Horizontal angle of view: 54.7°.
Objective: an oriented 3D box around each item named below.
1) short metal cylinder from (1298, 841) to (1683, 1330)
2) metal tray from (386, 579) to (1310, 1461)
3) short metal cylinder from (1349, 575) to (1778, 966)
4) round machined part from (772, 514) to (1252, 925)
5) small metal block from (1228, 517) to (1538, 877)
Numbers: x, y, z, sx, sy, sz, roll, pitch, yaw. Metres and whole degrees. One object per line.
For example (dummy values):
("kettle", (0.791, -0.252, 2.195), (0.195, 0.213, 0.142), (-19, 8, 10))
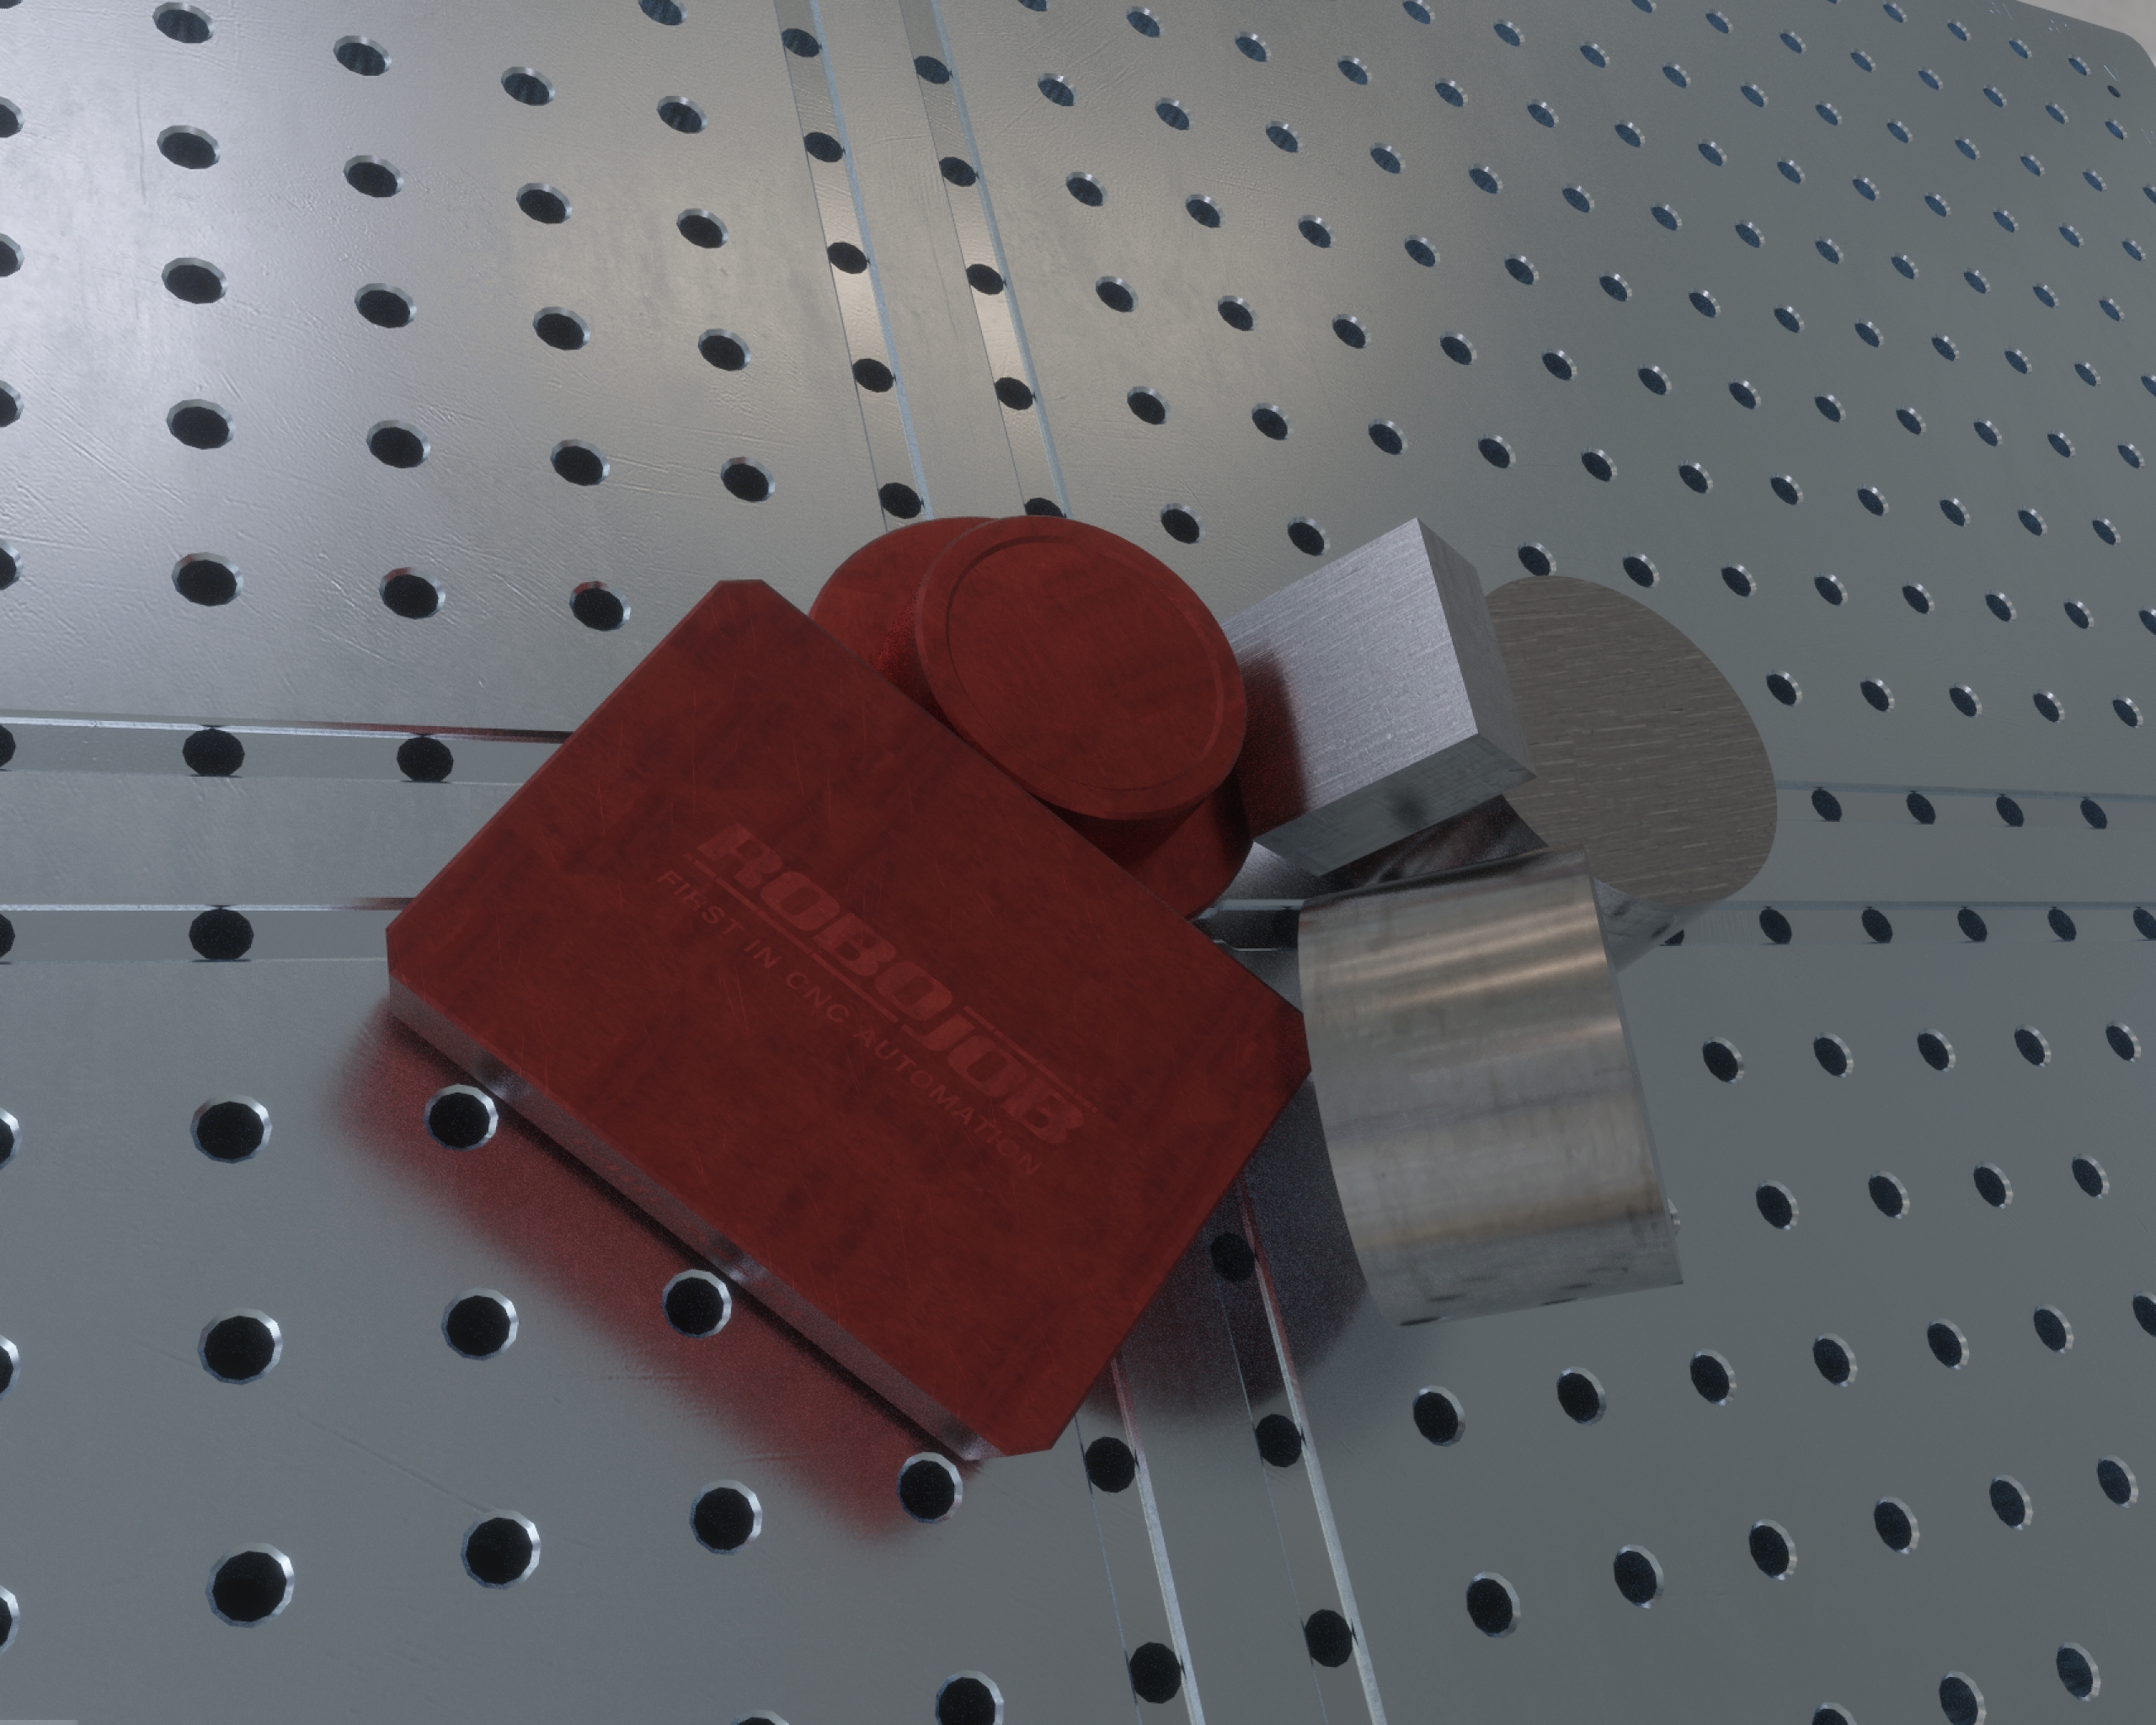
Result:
("short metal cylinder", (0.075, 0.040, 0.376), (0.050, 0.080, 0.080), (-13, 60, 14))
("metal tray", (-0.036, 0.026, 0.350), (0.130, 0.030, 0.090), (39, 66, -3))
("short metal cylinder", (0.102, -0.015, 0.452), (0.081, 0.050, 0.080), (14, 56, -21))
("round machined part", (-0.007, -0.028, 0.406), (0.099, 0.042, 0.098), (14, 56, -21))
("small metal block", (0.057, -0.032, 0.414), (0.025, 0.050, 0.050), (27, 45, -48))
